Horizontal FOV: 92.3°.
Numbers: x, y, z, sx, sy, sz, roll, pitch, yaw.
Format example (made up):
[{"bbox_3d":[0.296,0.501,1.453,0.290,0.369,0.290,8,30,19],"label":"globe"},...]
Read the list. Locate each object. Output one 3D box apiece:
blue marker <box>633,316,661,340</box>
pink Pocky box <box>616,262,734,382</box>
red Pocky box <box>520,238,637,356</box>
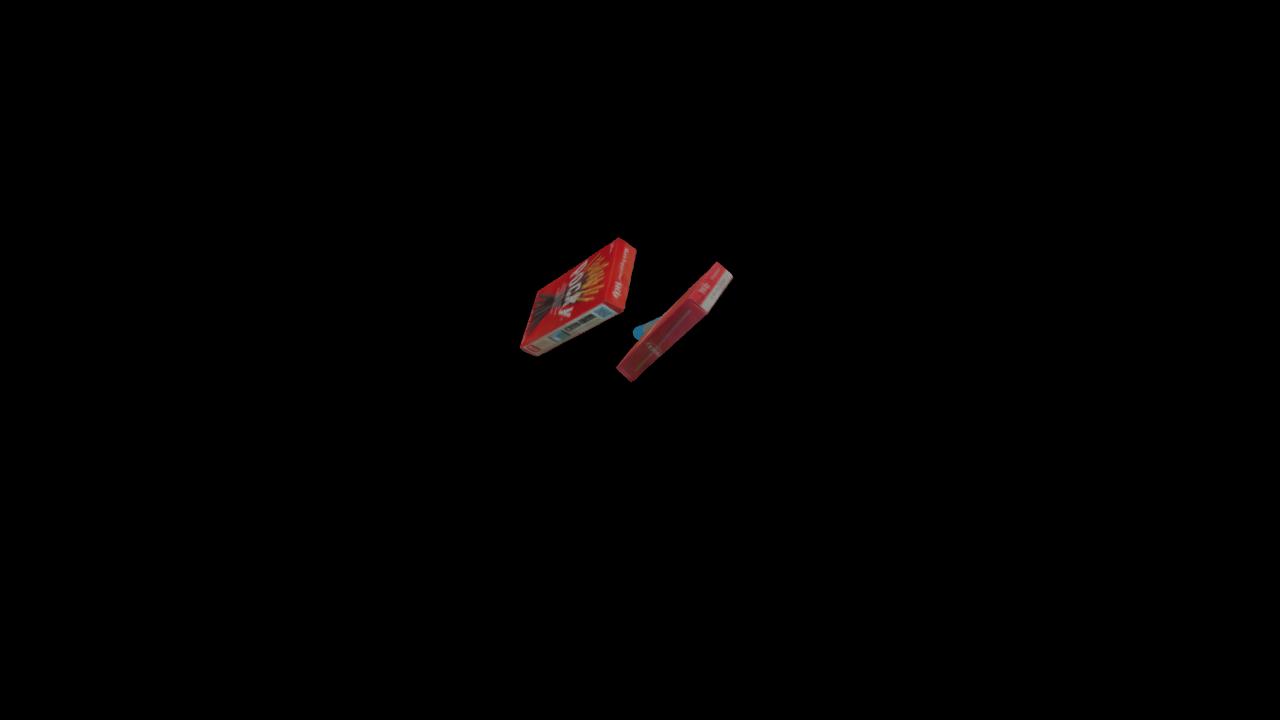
[{"bbox_3d":[0.026,-0.045,0.761,0.020,0.020,0.121,0,-10,-31],"label":"blue marker"},{"bbox_3d":[0.037,-0.041,0.701,0.155,0.029,0.084,-43,6,45],"label":"pink Pocky box"},{"bbox_3d":[-0.068,-0.064,0.655,0.028,0.083,0.155,32,-37,-31],"label":"red Pocky box"}]
